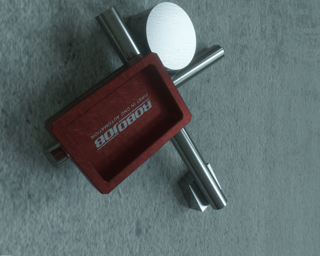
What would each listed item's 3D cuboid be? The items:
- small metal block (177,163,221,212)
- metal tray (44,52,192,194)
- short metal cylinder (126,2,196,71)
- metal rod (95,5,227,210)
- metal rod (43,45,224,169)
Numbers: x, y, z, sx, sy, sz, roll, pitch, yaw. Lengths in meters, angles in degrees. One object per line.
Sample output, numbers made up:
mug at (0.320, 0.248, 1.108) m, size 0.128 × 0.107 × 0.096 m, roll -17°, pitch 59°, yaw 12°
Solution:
small metal block at (0.059, 0.086, 0.458) m, size 0.050 × 0.025 × 0.050 m, roll -41°, pitch 115°, yaw -32°
metal tray at (-0.037, -0.007, 0.323) m, size 0.131 × 0.030 × 0.090 m, roll -41°, pitch 115°, yaw -20°
short metal cylinder at (-0.001, -0.110, 0.390) m, size 0.081 × 0.050 × 0.079 m, roll 0°, pitch 90°, yaw -40°
metal rod at (0.014, -0.007, 0.388) m, size 0.025 × 0.025 × 0.299 m, roll -47°, pitch 118°, yaw -30°
metal rod at (-0.011, -0.044, 0.399) m, size 0.302 × 0.025 × 0.025 m, roll -37°, pitch 113°, yaw -34°
